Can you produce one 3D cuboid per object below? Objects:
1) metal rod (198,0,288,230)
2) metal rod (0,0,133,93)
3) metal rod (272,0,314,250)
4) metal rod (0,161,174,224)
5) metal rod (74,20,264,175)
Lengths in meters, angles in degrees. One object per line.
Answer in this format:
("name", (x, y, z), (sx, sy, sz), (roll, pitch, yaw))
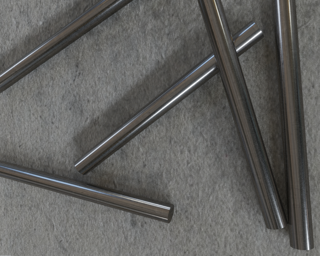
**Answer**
("metal rod", (0.092, -0.030, 0.356), (0.025, 0.025, 0.298), (-17, 92, 19))
("metal rod", (-0.139, -0.134, 0.456), (0.300, 0.025, 0.025), (-28, 81, 17))
("metal rod", (0.152, -0.015, 0.355), (0.025, 0.025, 0.298), (-4, 89, 19))
("metal rod", (-0.126, 0.087, 0.451), (0.301, 0.025, 0.025), (10, 93, 19))
("metal rod", (0.001, -0.030, 0.407), (0.300, 0.025, 0.025), (-37, 78, 15))
